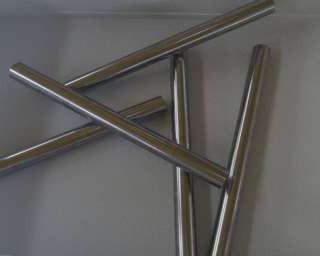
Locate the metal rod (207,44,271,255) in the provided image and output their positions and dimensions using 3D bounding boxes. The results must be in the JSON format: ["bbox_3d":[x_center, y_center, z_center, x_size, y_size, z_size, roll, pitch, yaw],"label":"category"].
[{"bbox_3d":[0.107,0.021,0.402,0.025,0.025,0.299,15,71,5],"label":"metal rod"}]

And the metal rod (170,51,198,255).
[{"bbox_3d":[0.029,0.016,0.403,0.025,0.025,0.299,-1,70,0],"label":"metal rod"}]

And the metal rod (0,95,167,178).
[{"bbox_3d":[-0.134,0.023,0.400,0.302,0.025,0.025,-22,72,-8],"label":"metal rod"}]

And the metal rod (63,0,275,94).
[{"bbox_3d":[0.011,-0.110,0.424,0.301,0.025,0.025,-23,72,1],"label":"metal rod"}]

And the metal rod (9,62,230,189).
[{"bbox_3d":[-0.057,-0.008,0.384,0.301,0.025,0.025,27,72,9],"label":"metal rod"}]
